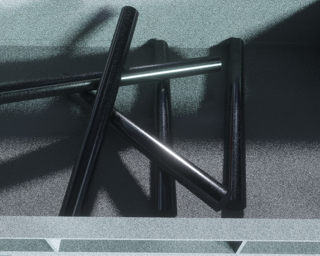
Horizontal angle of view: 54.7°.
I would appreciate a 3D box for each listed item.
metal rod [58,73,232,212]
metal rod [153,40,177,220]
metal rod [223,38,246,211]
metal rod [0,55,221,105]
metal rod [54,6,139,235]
[{"bbox_3d":[-0.042,0.000,0.381,0.025,0.025,0.300,-36,52,-27],"label":"metal rod"},{"bbox_3d":[0.003,-0.023,0.424,0.025,0.025,0.300,0,50,-1],"label":"metal rod"},{"bbox_3d":[0.105,-0.029,0.430,0.025,0.025,0.300,8,50,6],"label":"metal rod"},{"bbox_3d":[-0.059,-0.068,0.422,0.302,0.025,0.025,-11,51,-14],"label":"metal rod"},{"bbox_3d":[-0.069,-0.028,0.375,0.025,0.025,0.299,8,66,6],"label":"metal rod"}]
